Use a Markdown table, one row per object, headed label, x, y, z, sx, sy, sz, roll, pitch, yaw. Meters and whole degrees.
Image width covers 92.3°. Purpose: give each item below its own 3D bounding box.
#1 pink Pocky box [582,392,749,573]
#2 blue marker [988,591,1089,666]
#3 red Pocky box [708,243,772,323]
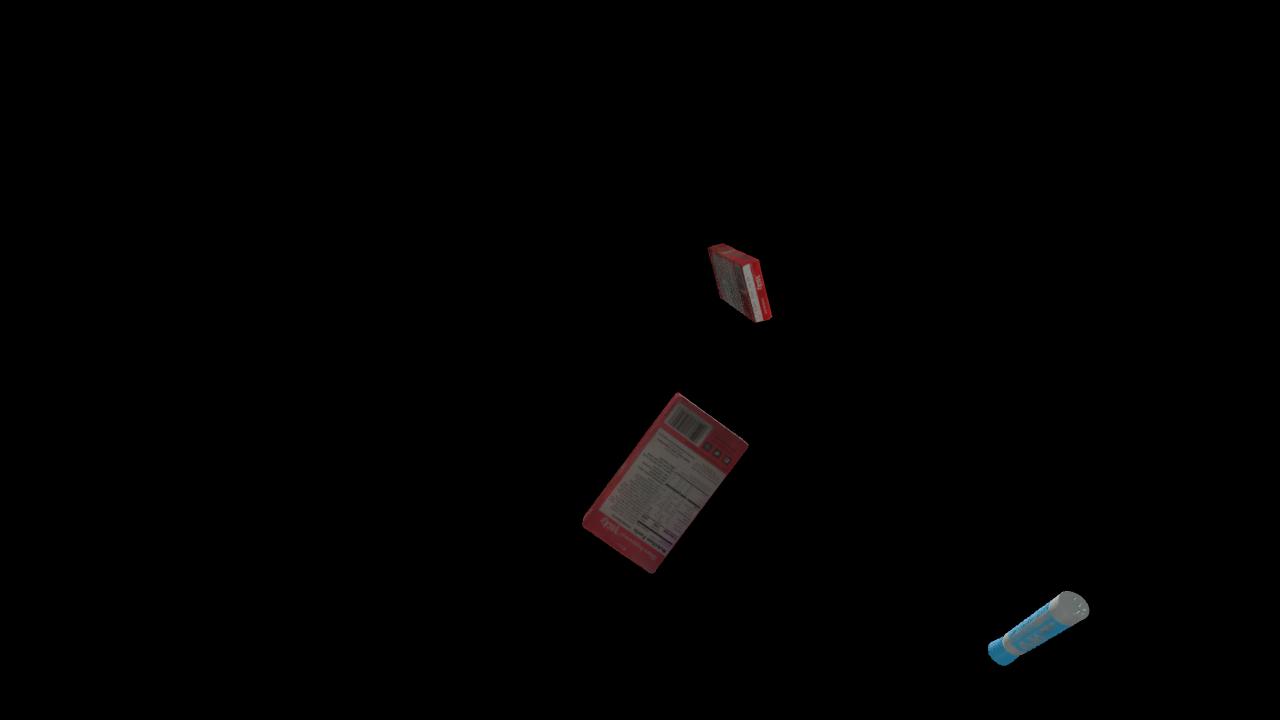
| label | x | y | z | sx | sy | sz | roll | pitch | yaw |
| --- | --- | --- | --- | --- | --- | --- | --- | --- | --- |
| pink Pocky box | 0.023 | 0.116 | 0.582 | 0.084 | 0.155 | 0.029 | 36 | 2 | -5 |
| blue marker | 0.291 | 0.203 | 0.457 | 0.020 | 0.020 | 0.121 | 0 | -41 | 1 |
| red Pocky box | 0.135 | -0.111 | 0.852 | 0.028 | 0.083 | 0.155 | -20 | 21 | -4 |
